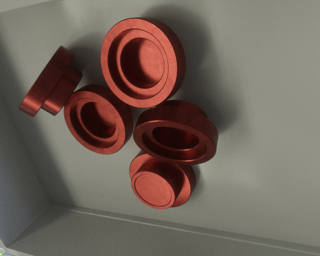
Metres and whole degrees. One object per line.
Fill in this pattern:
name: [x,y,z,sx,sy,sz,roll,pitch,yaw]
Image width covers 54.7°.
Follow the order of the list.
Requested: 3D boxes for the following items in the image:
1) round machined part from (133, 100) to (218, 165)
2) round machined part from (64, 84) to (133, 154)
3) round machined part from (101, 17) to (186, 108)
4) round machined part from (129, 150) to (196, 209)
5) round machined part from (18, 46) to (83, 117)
round machined part: [0.021,0.003,0.371,0.099,0.042,0.098,10,148,7]
round machined part: [-0.080,-0.015,0.429,0.098,0.042,0.097,13,124,20]
round machined part: [-0.015,-0.075,0.352,0.098,0.042,0.097,11,115,26]
round machined part: [-0.002,0.077,0.445,0.098,0.042,0.097,13,124,20]
round machined part: [-0.137,-0.055,0.402,0.042,0.098,0.098,34,132,-21]
